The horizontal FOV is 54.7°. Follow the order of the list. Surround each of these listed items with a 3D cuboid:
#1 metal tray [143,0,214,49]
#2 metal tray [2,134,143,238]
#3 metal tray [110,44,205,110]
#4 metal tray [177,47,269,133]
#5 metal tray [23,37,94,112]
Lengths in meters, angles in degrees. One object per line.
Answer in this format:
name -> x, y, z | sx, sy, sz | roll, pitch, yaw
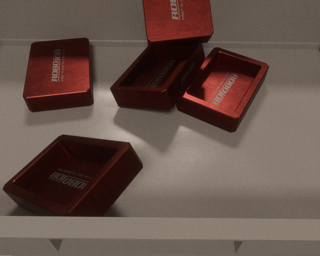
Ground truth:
metal tray -> 0.021, -0.183, 0.434 | 0.091, 0.030, 0.129 | -7, 88, 0
metal tray -> -0.092, 0.050, 0.318 | 0.130, 0.030, 0.090 | 4, 42, 43
metal tray -> 0.000, -0.080, 0.447 | 0.090, 0.030, 0.130 | 6, 45, 31
metal tray -> 0.094, -0.061, 0.454 | 0.090, 0.030, 0.130 | 25, 54, 19
metal tray -> -0.151, -0.085, 0.471 | 0.091, 0.030, 0.130 | -7, 50, -7
